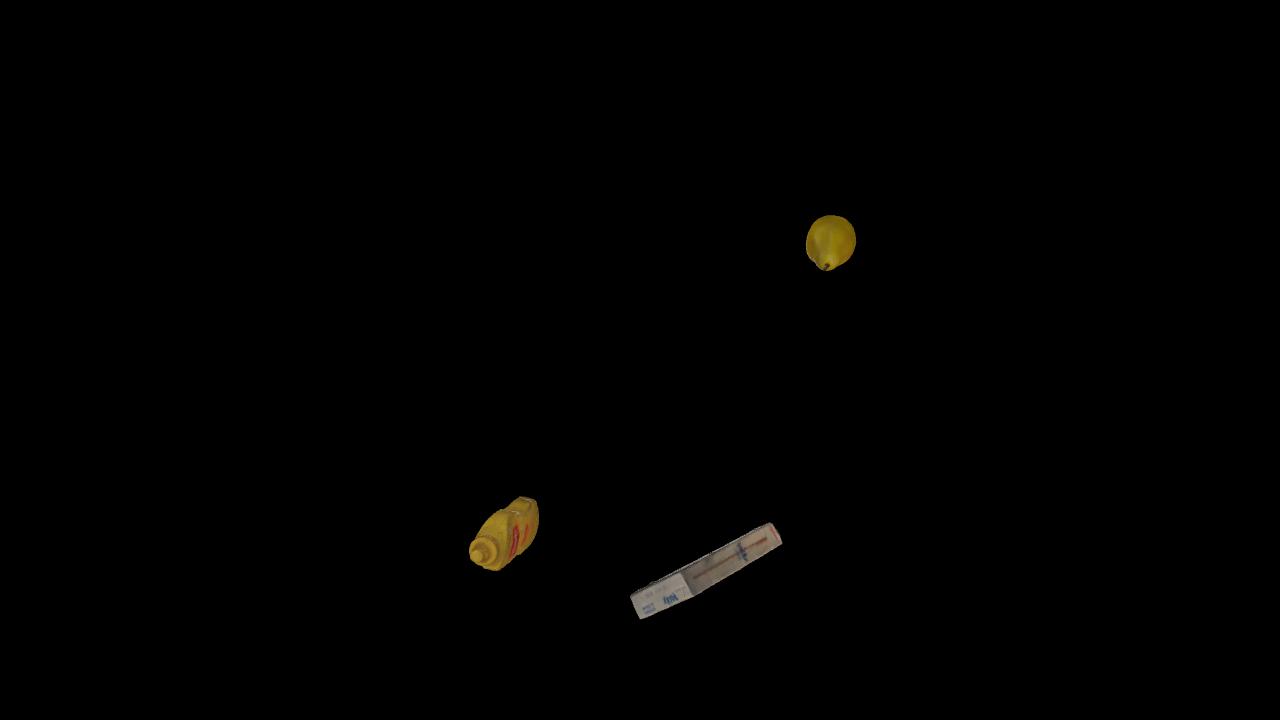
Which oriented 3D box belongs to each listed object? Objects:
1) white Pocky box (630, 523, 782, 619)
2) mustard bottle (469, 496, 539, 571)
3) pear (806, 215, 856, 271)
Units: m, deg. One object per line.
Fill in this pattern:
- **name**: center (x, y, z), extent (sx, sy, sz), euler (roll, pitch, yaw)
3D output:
- **white Pocky box**: center (0.070, 0.211, 0.621), extent (0.154, 0.028, 0.084), euler (-7, -27, -46)
- **mustard bottle**: center (-0.210, 0.271, 0.936), extent (0.054, 0.092, 0.184), euler (18, 3, 10)
- **pear**: center (0.288, -0.163, 0.929), extent (0.080, 0.111, 0.080), euler (11, -33, 7)
